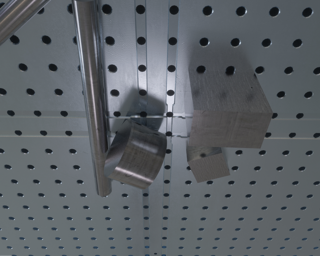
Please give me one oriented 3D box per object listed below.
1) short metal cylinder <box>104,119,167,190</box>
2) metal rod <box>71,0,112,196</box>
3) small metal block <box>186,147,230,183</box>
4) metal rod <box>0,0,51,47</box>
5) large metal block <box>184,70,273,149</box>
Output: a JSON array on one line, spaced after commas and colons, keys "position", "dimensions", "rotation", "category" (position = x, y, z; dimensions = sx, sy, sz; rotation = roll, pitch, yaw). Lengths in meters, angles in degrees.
[{"position": [-0.033, 0.034, 0.404], "dimensions": [0.050, 0.080, 0.080], "rotation": [24, 126, -19], "category": "short metal cylinder"}, {"position": [-0.082, -0.014, 0.398], "dimensions": [0.025, 0.025, 0.298], "rotation": [2, 130, -2], "category": "metal rod"}, {"position": [0.071, 0.050, 0.455], "dimensions": [0.050, 0.025, 0.050], "rotation": [-17, 128, 13], "category": "small metal block"}, {"position": [-0.193, -0.088, 0.334], "dimensions": [0.300, 0.025, 0.025], "rotation": [-30, 124, 23], "category": "metal rod"}, {"position": [0.073, -0.023, 0.356], "dimensions": [0.081, 0.080, 0.050], "rotation": [2, 130, -2], "category": "large metal block"}]
